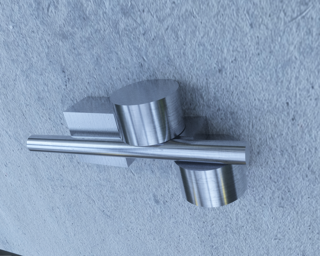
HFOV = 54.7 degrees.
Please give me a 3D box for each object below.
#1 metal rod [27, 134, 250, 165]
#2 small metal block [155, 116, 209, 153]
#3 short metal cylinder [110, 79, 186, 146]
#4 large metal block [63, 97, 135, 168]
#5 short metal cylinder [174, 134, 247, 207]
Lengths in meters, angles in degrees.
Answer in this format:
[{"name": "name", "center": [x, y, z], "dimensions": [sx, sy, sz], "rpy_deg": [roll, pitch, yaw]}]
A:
[{"name": "metal rod", "center": [-0.046, 0.024, 0.380], "dimensions": [0.301, 0.025, 0.025], "rpy_deg": [1, 119, 26]}, {"name": "small metal block", "center": [0.028, 0.008, 0.380], "dimensions": [0.050, 0.050, 0.025], "rpy_deg": [1, 119, 27]}, {"name": "short metal cylinder", "center": [-0.013, -0.021, 0.367], "dimensions": [0.080, 0.080, 0.050], "rpy_deg": [2, 120, 27]}, {"name": "large metal block", "center": [-0.075, 0.004, 0.428], "dimensions": [0.080, 0.050, 0.079], "rpy_deg": [3, 120, 26]}, {"name": "short metal cylinder", "center": [0.060, 0.048, 0.369], "dimensions": [0.080, 0.080, 0.050], "rpy_deg": [0, 118, 28]}]
